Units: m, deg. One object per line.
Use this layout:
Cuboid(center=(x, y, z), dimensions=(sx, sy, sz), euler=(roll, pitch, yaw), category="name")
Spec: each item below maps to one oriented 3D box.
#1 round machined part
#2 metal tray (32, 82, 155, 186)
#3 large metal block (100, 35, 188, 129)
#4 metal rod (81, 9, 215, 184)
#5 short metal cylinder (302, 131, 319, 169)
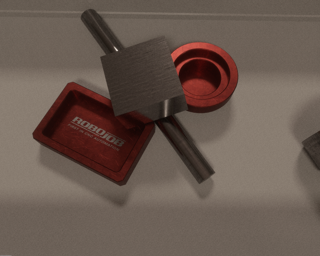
Cuboid(center=(0.053, -0.065, 0.425), dimensions=(0.099, 0.042, 0.098), euler=(0, 70, -1), category="round machined part")
Cuboid(center=(-0.083, 0.006, 0.403), dimensions=(0.130, 0.030, 0.090), euler=(26, 72, 8), category="metal tray")
Cuboid(center=(-0.018, -0.054, 0.376), dimensions=(0.080, 0.050, 0.080), euler=(-18, 71, 4), category="large metal block")
Cuboid(center=(-0.025, -0.054, 0.428), dimensions=(0.025, 0.025, 0.299), euler=(-32, 74, -11), category="metal rod")
Cuboid(center=(0.224, 0.018, 0.377), dimensions=(0.080, 0.080, 0.050), euler=(-25, 72, -9), category="short metal cylinder")
